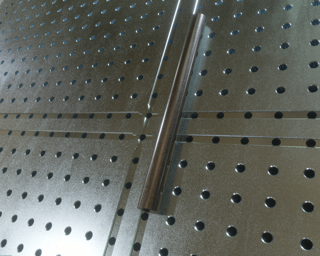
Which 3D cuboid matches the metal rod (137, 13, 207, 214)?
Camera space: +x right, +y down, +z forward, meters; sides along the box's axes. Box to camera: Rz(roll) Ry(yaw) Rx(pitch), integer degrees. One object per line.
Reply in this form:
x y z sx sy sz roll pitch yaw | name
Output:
0.023 -0.037 0.417 0.025 0.025 0.300 2 62 29 | metal rod
